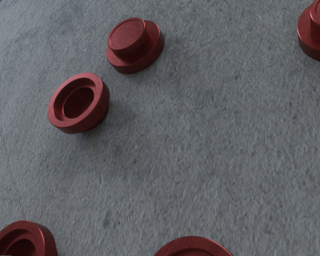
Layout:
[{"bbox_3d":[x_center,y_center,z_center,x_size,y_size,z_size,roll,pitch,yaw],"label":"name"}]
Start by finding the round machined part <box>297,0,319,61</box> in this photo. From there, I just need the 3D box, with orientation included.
[{"bbox_3d":[0.212,-0.126,0.359,0.098,0.042,0.098,-13,56,20],"label":"round machined part"}]

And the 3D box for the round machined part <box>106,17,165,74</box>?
[{"bbox_3d":[-0.046,-0.139,0.500,0.098,0.042,0.098,-13,56,20],"label":"round machined part"}]

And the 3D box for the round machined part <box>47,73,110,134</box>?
[{"bbox_3d":[-0.118,-0.033,0.474,0.098,0.042,0.098,-13,56,20],"label":"round machined part"}]

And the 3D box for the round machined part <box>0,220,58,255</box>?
[{"bbox_3d":[-0.165,0.166,0.376,0.098,0.042,0.098,-13,56,20],"label":"round machined part"}]

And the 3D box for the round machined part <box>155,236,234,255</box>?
[{"bbox_3d":[0.034,0.153,0.281,0.098,0.042,0.098,-13,56,20],"label":"round machined part"}]
